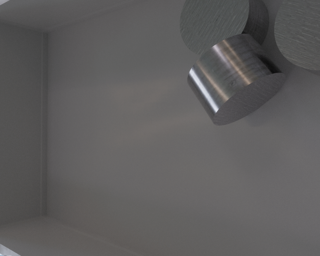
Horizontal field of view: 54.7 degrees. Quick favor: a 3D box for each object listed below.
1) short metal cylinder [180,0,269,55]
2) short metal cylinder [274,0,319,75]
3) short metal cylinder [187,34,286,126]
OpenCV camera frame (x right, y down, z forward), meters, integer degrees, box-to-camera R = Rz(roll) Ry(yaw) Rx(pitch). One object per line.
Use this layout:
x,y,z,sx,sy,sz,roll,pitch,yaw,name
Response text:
0.069,-0.114,0.334,0.080,0.050,0.080,0,90,40,short metal cylinder
0.148,-0.087,0.268,0.080,0.050,0.080,0,90,40,short metal cylinder
0.075,-0.046,0.309,0.080,0.081,0.050,-44,64,31,short metal cylinder
